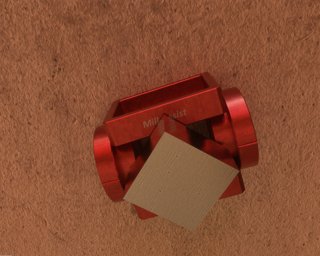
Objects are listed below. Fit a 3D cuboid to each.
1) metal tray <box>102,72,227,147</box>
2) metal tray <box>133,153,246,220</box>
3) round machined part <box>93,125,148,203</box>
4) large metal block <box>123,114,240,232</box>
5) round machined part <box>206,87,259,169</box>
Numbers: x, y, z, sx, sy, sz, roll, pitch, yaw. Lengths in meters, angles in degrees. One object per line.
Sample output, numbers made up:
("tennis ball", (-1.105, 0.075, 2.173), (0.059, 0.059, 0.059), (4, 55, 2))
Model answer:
("metal tray", (0.004, -0.026, 0.368), (0.131, 0.090, 0.030), (-17, 109, 6))
("metal tray", (0.033, 0.064, 0.399), (0.131, 0.090, 0.030), (-16, 110, 5))
("round machined part", (-0.044, 0.040, 0.386), (0.042, 0.098, 0.097), (-15, 110, 5))
("large metal block", (0.019, 0.045, 0.316), (0.080, 0.050, 0.080), (28, 107, -10))
("round machined part", (0.082, 0.003, 0.374), (0.042, 0.098, 0.097), (-15, 110, 5))
